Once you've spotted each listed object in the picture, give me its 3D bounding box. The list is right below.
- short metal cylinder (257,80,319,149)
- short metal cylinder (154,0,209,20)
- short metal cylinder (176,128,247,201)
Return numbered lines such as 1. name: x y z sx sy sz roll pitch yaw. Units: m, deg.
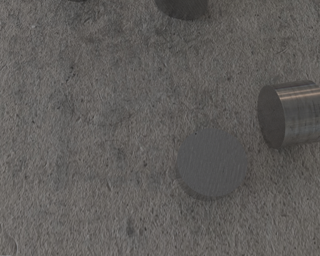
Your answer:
1. short metal cylinder: 0.162 -0.017 0.386 0.050 0.080 0.080 -8 70 -3
2. short metal cylinder: 0.035 -0.206 0.454 0.080 0.080 0.050 14 71 5
3. short metal cylinder: 0.060 0.046 0.378 0.081 0.050 0.080 0 70 0
